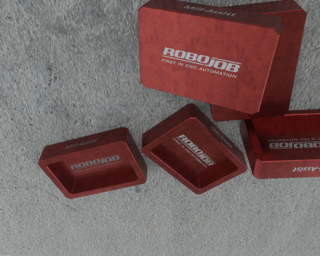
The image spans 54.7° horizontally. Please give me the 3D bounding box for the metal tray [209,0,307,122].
[{"bbox_3d":[0.102,-0.069,0.346,0.090,0.030,0.129,-5,130,4],"label":"metal tray"}]

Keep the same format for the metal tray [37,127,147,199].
[{"bbox_3d":[-0.094,0.054,0.448,0.130,0.030,0.090,-14,129,11],"label":"metal tray"}]

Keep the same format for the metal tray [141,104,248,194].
[{"bbox_3d":[0.049,0.035,0.433,0.090,0.030,0.130,-34,123,25],"label":"metal tray"}]

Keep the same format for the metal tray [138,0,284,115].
[{"bbox_3d":[0.044,-0.072,0.309,0.130,0.030,0.089,17,133,18],"label":"metal tray"}]

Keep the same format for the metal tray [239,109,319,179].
[{"bbox_3d":[0.173,0.017,0.380,0.131,0.090,0.030,-2,130,2],"label":"metal tray"}]
